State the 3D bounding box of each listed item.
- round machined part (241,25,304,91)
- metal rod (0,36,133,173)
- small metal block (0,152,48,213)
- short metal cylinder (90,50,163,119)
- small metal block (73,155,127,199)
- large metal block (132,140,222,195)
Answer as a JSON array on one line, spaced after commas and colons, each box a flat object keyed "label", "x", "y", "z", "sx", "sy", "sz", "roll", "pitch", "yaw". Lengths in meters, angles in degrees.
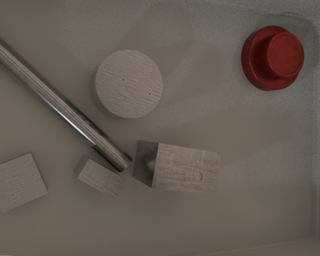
[{"label": "round machined part", "x": 0.177, "y": -0.107, "z": 0.468, "sx": 0.099, "sy": 0.042, "sz": 0.097, "roll": 0, "pitch": 90, "yaw": -21}, {"label": "metal rod", "x": -0.147, "y": -0.055, "z": 0.356, "sx": 0.300, "sy": 0.025, "sz": 0.025, "roll": 45, "pitch": 76, "yaw": -15}, {"label": "small metal block", "x": -0.162, "y": 0.060, "z": 0.351, "sx": 0.050, "sy": 0.025, "sz": 0.050, "roll": -23, "pitch": 98, "yaw": -19}, {"label": "short metal cylinder", "x": -0.043, "y": -0.051, "z": 0.382, "sx": 0.081, "sy": 0.050, "sz": 0.079, "roll": 0, "pitch": 90, "yaw": -21}, {"label": "small metal block", "x": -0.073, "y": 0.057, "z": 0.371, "sx": 0.050, "sy": 0.050, "sz": 0.025, "roll": 34, "pitch": 79, "yaw": -17}, {"label": "large metal block", "x": 0.018, "y": 0.047, "z": 0.389, "sx": 0.081, "sy": 0.080, "sz": 0.050, "roll": 10, "pitch": 87, "yaw": -20}]
